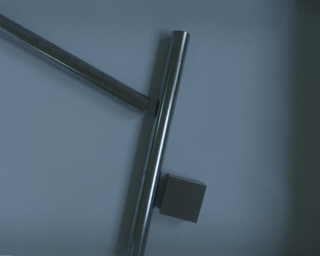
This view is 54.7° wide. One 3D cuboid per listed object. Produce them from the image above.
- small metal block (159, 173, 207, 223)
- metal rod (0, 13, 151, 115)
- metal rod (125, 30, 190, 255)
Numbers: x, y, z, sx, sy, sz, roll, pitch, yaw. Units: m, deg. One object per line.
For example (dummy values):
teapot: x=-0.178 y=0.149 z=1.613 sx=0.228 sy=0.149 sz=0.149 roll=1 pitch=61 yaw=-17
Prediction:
small metal block: x=0.030 y=0.093 z=0.412 sx=0.050 sy=0.025 sz=0.050 roll=15 pitch=90 yaw=-1
metal rod: x=-0.149 y=-0.102 z=0.409 sx=0.301 sy=0.025 sz=0.025 roll=29 pitch=90 yaw=-1
metal rod: x=-0.003 y=0.021 z=0.411 sx=0.025 sy=0.025 sz=0.298 roll=12 pitch=90 yaw=-1
